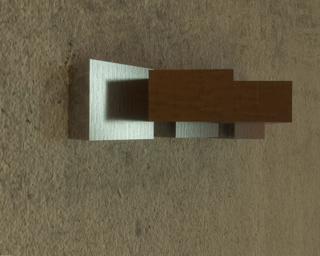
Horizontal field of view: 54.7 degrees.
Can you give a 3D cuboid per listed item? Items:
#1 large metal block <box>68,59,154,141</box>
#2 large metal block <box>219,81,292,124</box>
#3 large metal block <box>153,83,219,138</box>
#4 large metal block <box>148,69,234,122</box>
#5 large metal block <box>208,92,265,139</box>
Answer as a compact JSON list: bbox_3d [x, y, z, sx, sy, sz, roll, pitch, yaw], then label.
[{"bbox_3d":[-0.054,-0.028,0.346,0.081,0.050,0.079,0,90,-40],"label":"large metal block"},{"bbox_3d":[0.121,-0.031,0.412,0.080,0.080,0.050,1,89,4],"label":"large metal block"},{"bbox_3d":[0.034,-0.028,0.421,0.081,0.050,0.079,1,90,-40],"label":"large metal block"},{"bbox_3d":[0.032,-0.031,0.334,0.080,0.080,0.050,-11,101,-85],"label":"large metal block"},{"bbox_3d":[0.124,-0.023,0.497,0.081,0.050,0.079,2,89,-40],"label":"large metal block"}]
